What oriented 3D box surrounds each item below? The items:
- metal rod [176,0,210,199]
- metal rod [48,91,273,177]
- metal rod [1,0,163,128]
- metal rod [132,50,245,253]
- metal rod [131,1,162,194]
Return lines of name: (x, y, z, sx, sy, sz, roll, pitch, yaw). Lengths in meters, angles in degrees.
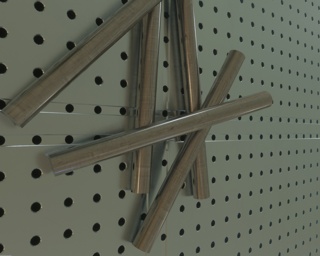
metal rod: (0.048, -0.045, 0.451, 0.025, 0.025, 0.298, -10, 96, -40)
metal rod: (0.020, -0.001, 0.381, 0.302, 0.025, 0.025, -17, 101, -25)
metal rod: (-0.049, -0.114, 0.348, 0.301, 0.025, 0.025, -49, 120, -22)
metal rod: (0.044, 0.023, 0.422, 0.025, 0.025, 0.300, 36, 76, -35)
metal rod: (-0.016, -0.068, 0.397, 0.025, 0.025, 0.298, 6, 87, -40)
